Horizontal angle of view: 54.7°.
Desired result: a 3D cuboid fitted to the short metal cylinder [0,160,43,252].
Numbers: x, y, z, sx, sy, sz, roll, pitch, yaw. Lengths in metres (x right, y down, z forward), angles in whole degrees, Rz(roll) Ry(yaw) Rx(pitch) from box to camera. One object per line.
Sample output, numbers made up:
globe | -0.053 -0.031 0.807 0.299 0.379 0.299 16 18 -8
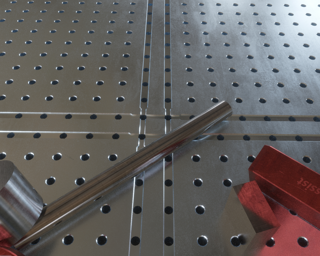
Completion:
short metal cylinder | -0.165 0.077 0.304 0.080 0.050 0.080 -18 31 11

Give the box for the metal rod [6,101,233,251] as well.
metal rod | -0.028 0.043 0.371 0.302 0.025 0.025 -30 57 -23

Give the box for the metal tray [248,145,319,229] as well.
metal tray | 0.153 0.073 0.303 0.130 0.090 0.030 33 83 24

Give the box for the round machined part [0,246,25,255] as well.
round machined part | -0.147 0.150 0.257 0.099 0.042 0.098 2 67 -4

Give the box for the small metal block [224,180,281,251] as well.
small metal block | 0.092 0.090 0.317 0.025 0.050 0.050 -13 51 -11
